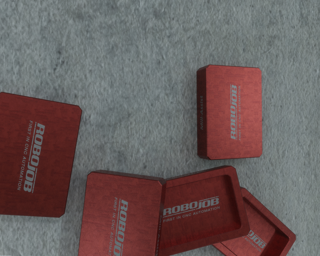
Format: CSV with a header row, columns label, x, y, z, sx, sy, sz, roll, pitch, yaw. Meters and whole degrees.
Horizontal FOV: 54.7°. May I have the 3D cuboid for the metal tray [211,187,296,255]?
label,x,y,z,sx,sy,sz,roll,pitch,yaw
metal tray,0.130,0.157,0.456,0.130,0.030,0.090,42,76,-16

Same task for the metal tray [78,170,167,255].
label,x,y,z,sx,sy,sz,roll,pitch,yaw
metal tray,-0.045,0.120,0.367,0.090,0.030,0.129,6,88,11

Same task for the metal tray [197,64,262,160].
label,x,y,z,sx,sy,sz,roll,pitch,yaw
metal tray,0.100,-0.022,0.445,0.091,0.030,0.129,-1,90,-21

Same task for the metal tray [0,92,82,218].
label,x,y,z,sx,sy,sz,roll,pitch,yaw
metal tray,-0.146,0.031,0.353,0.091,0.030,0.129,10,87,-20

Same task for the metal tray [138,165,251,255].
label,x,y,z,sx,sy,sz,roll,pitch,yaw
metal tray,0.041,0.106,0.401,0.131,0.030,0.090,-12,85,-8
